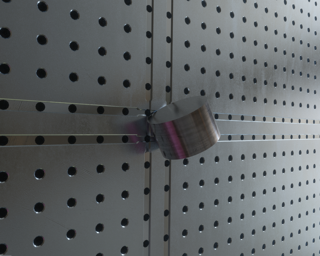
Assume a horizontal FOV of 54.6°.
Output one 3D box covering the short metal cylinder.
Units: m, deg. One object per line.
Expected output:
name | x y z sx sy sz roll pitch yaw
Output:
short metal cylinder | 0.031 -0.002 0.397 0.080 0.080 0.050 -35 111 -34
